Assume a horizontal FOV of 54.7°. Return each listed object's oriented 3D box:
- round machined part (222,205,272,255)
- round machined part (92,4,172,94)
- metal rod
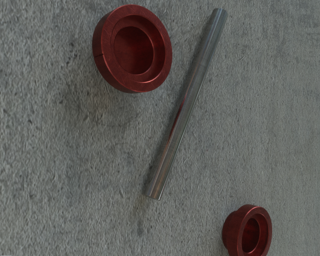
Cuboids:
[{"bbox_3d":[0.140,0.175,0.512,0.099,0.042,0.097,0,90,-40],"label":"round machined part"},{"bbox_3d":[-0.036,-0.089,0.363,0.099,0.042,0.097,0,90,-40],"label":"round machined part"},{"bbox_3d":[0.041,-0.045,0.438,0.025,0.025,0.299,34,69,-35],"label":"metal rod"}]
